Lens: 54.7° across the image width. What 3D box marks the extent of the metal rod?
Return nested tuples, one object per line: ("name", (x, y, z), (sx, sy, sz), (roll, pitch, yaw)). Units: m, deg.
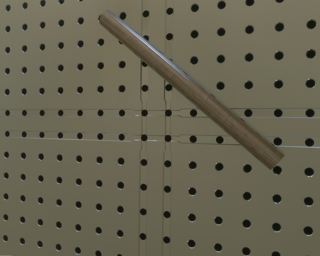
("metal rod", (0.031, -0.058, 0.401), (0.300, 0.025, 0.025), (42, 103, 14))
